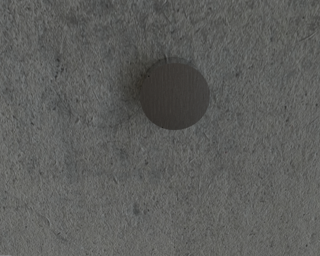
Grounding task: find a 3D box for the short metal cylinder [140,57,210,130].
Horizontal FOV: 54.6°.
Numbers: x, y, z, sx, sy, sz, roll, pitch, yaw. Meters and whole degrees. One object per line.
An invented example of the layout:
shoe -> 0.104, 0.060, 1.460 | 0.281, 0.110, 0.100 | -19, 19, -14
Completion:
short metal cylinder -> 0.017, -0.043, 0.380 | 0.080, 0.050, 0.079 | 0, 110, 0
